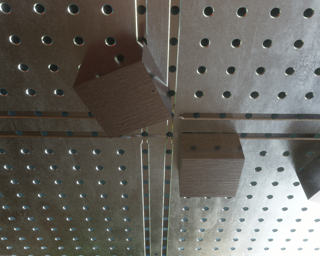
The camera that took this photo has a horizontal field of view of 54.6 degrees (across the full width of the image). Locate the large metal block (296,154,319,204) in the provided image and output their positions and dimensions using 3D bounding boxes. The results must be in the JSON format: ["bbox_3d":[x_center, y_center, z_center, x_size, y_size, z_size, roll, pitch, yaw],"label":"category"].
[{"bbox_3d":[0.270,0.075,0.460,0.080,0.050,0.080,19,128,-16],"label":"large metal block"}]

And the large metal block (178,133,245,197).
[{"bbox_3d":[0.069,0.054,0.441,0.080,0.050,0.080,0,130,0],"label":"large metal block"}]

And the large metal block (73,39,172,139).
[{"bbox_3d":[-0.039,-0.043,0.358,0.080,0.050,0.080,-18,128,14],"label":"large metal block"}]
